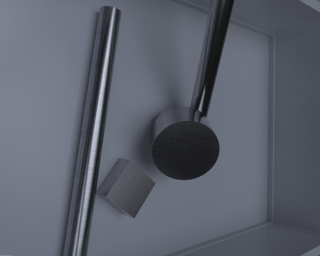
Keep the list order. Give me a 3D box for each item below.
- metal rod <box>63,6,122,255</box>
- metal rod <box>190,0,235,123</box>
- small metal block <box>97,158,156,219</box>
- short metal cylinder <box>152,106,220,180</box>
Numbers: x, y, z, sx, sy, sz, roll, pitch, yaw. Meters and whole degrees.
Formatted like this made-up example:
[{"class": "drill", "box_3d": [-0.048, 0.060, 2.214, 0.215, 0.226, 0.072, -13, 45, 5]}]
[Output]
[{"class": "metal rod", "box_3d": [-0.075, 0.012, 0.344, 0.025, 0.025, 0.298, 12, 82, -40]}, {"class": "metal rod", "box_3d": [0.063, -0.096, 0.370, 0.025, 0.025, 0.298, -22, 133, -38]}, {"class": "small metal block", "box_3d": [-0.041, 0.072, 0.375, 0.050, 0.025, 0.050, 48, 61, -30]}, {"class": "short metal cylinder", "box_3d": [0.030, 0.018, 0.391, 0.081, 0.050, 0.079, -1, 114, -3]}]
